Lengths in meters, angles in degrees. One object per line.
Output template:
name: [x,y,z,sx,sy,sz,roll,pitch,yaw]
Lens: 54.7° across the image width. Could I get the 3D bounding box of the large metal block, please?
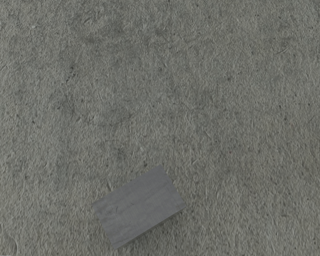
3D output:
large metal block: [-0.021,0.090,0.346,0.080,0.080,0.050,-29,73,-10]
